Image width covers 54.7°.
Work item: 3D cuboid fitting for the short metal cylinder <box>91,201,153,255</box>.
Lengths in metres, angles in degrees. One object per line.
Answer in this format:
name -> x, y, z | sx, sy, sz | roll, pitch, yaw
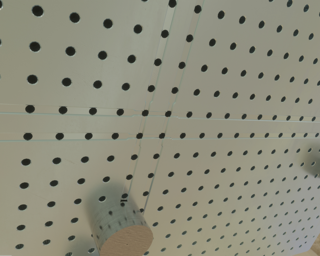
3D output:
short metal cylinder -> -0.057, 0.158, 0.463 | 0.081, 0.050, 0.079 | -14, 125, -21
